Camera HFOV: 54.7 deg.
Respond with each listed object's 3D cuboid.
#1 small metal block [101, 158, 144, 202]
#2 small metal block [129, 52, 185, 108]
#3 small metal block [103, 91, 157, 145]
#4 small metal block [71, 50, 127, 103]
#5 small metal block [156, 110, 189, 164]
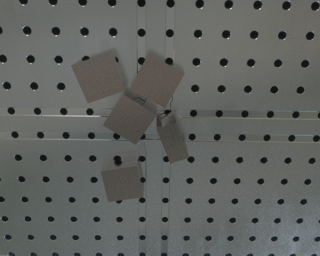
[{"bbox_3d":[-0.052,0.074,0.440,0.050,0.025,0.050,-9,110,2],"label":"small metal block"},{"bbox_3d":[-0.004,-0.061,0.391,0.050,0.025,0.050,27,108,-10],"label":"small metal block"},{"bbox_3d":[-0.039,-0.014,0.408,0.050,0.025,0.050,32,107,-12],"label":"small metal block"},{"bbox_3d":[-0.075,-0.065,0.389,0.050,0.025,0.050,-18,109,6],"label":"small metal block"},{"bbox_3d":[0.016,0.011,0.404,0.025,0.050,0.050,-19,109,6],"label":"small metal block"}]
